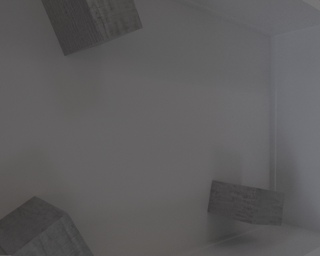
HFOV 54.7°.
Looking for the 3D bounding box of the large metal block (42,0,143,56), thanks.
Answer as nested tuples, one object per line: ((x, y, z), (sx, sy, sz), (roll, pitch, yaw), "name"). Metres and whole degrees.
((-0.073, -0.124, 0.309), (0.050, 0.080, 0.080), (-31, 110, -36), "large metal block")

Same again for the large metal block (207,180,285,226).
((0.134, 0.116, 0.483), (0.081, 0.080, 0.050), (17, 79, -39), "large metal block")

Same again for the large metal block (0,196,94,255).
((-0.104, 0.116, 0.284), (0.050, 0.080, 0.080), (-37, 113, -34), "large metal block")
